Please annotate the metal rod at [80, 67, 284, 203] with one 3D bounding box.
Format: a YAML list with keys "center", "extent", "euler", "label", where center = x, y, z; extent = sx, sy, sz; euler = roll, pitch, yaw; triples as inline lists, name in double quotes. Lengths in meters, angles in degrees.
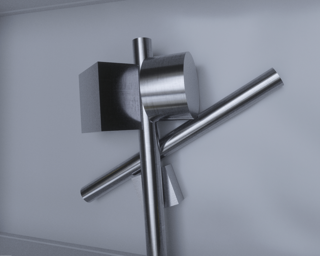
- center: [0.016, 0.018, 0.402]
  extent: [0.300, 0.025, 0.025]
  euler: [-33, 80, 16]
  label: "metal rod"

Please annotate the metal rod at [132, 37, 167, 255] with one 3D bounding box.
- center: [-0.012, 0.038, 0.385]
  extent: [0.025, 0.025, 0.298]
  euler: [-5, 87, 19]
  label: "metal rod"

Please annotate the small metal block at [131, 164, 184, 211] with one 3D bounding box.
- center: [-0.003, 0.081, 0.409]
  extent: [0.050, 0.025, 0.050]
  euler: [-22, 83, 18]
  label: "small metal block"

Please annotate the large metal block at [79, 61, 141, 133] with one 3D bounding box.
- center: [-0.067, -0.035, 0.397]
  extent: [0.080, 0.050, 0.079]
  euler: [-5, 88, 60]
  label: "large metal block"

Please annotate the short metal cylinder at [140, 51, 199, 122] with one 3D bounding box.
- center: [0.014, -0.048, 0.373]
  extent: [0.050, 0.080, 0.080]
  euler: [-5, 89, 18]
  label: "short metal cylinder"
